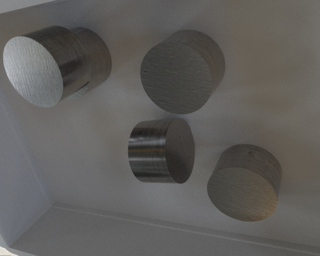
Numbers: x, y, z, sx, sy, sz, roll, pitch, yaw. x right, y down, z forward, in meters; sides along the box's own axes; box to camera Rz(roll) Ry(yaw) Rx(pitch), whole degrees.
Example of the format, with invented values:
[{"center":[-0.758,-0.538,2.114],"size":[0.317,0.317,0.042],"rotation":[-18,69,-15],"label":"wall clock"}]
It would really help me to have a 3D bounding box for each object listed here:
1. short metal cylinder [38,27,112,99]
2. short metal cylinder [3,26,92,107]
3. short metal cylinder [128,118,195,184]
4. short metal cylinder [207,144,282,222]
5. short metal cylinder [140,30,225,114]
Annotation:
[{"center":[-0.110,-0.084,0.399],"size":[0.080,0.050,0.079],"rotation":[13,124,21],"label":"short metal cylinder"},{"center":[-0.126,-0.070,0.351],"size":[0.080,0.050,0.079],"rotation":[13,124,21],"label":"short metal cylinder"},{"center":[0.004,0.029,0.389],"size":[0.050,0.080,0.080],"rotation":[-4,116,30],"label":"short metal cylinder"},{"center":[0.104,0.067,0.379],"size":[0.080,0.050,0.079],"rotation":[13,124,21],"label":"short metal cylinder"},{"center":[0.026,-0.062,0.341],"size":[0.080,0.050,0.079],"rotation":[13,124,21],"label":"short metal cylinder"}]
